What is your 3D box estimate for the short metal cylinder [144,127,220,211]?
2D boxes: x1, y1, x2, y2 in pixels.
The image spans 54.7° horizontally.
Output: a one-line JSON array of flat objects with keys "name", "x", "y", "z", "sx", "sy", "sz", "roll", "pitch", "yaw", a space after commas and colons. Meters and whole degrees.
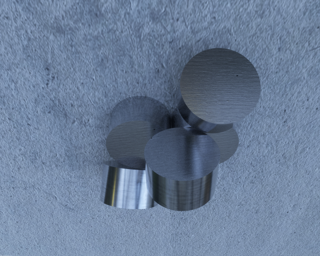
[{"name": "short metal cylinder", "x": 0.024, "y": 0.044, "z": 0.345, "sx": 0.081, "sy": 0.080, "sz": 0.050, "roll": -1, "pitch": 130, "yaw": 0}]

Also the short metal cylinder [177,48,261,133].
[{"name": "short metal cylinder", "x": 0.060, "y": -0.038, "z": 0.332, "sx": 0.081, "sy": 0.080, "sz": 0.050, "roll": 0, "pitch": 168, "yaw": -1}]

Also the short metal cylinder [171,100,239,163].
[{"name": "short metal cylinder", "x": 0.055, "y": 0.005, "z": 0.396, "sx": 0.081, "sy": 0.050, "sz": 0.079, "roll": 0, "pitch": 130, "yaw": 0}]

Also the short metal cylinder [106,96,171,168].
[{"name": "short metal cylinder", "x": -0.025, "y": 0.006, "z": 0.396, "sx": 0.081, "sy": 0.050, "sz": 0.079, "roll": 0, "pitch": 130, "yaw": 0}]

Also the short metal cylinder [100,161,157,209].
[{"name": "short metal cylinder", "x": -0.040, "y": 0.076, "z": 0.428, "sx": 0.081, "sy": 0.080, "sz": 0.050, "roll": 6, "pitch": 91, "yaw": -5}]
